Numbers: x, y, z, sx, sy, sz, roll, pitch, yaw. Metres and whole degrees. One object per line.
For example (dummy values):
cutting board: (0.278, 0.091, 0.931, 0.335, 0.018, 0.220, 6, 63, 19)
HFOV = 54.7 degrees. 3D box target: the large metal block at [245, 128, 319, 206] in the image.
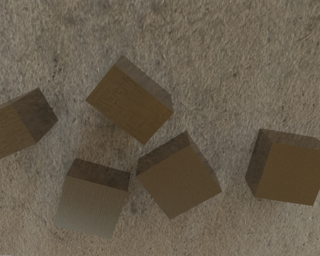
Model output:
large metal block: (0.170, 0.052, 0.418, 0.081, 0.050, 0.079, 9, 110, -4)

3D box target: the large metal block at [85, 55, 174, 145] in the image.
large metal block: (-0.032, -0.037, 0.367, 0.080, 0.080, 0.050, 39, 105, -13)

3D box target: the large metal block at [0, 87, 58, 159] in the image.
large metal block: (-0.184, -0.003, 0.377, 0.080, 0.080, 0.050, -23, 109, 8)

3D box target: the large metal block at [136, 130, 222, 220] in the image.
large metal block: (0.025, 0.063, 0.420, 0.080, 0.050, 0.080, -32, 108, 10)

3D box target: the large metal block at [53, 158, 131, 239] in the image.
large metal block: (-0.093, 0.098, 0.431, 0.080, 0.050, 0.079, 17, 109, -7)
